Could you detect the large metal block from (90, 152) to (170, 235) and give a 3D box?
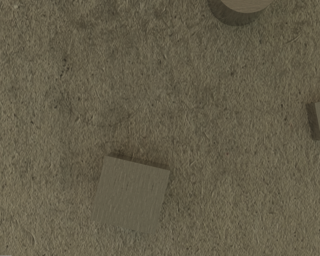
[{"bbox_3d":[-0.036,0.081,0.397,0.080,0.050,0.080,13,90,0],"label":"large metal block"}]

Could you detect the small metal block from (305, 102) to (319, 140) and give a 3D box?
[{"bbox_3d":[0.229,-0.013,0.412,0.050,0.025,0.050,-11,90,0],"label":"small metal block"}]

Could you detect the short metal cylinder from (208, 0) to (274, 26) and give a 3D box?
[{"bbox_3d":[0.105,-0.179,0.398,0.081,0.050,0.080,0,90,0],"label":"short metal cylinder"}]
